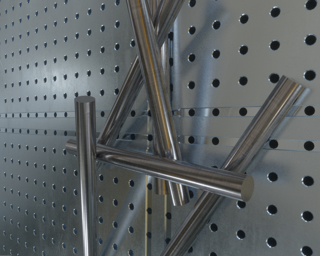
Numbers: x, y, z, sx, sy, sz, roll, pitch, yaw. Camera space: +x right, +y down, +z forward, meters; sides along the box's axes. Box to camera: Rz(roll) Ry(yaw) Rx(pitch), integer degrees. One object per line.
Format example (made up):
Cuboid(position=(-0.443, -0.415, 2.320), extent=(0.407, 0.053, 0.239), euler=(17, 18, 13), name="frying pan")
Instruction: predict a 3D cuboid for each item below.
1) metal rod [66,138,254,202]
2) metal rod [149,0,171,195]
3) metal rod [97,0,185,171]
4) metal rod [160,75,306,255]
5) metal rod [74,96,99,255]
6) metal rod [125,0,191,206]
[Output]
Cuboid(position=(-0.028, 0.042, 0.385), extent=(0.300, 0.025, 0.025), euler=(7, 95, 43), name="metal rod")
Cuboid(position=(0.001, -0.064, 0.409), extent=(0.025, 0.025, 0.298), euler=(-3, 88, 40), name="metal rod")
Cuboid(position=(-0.041, -0.050, 0.419), extent=(0.025, 0.025, 0.298), euler=(50, 127, 28), name="metal rod")
Cuboid(position=(0.064, 0.076, 0.357), extent=(0.025, 0.025, 0.298), euler=(43, 116, 31), name="metal rod")
Cuboid(position=(-0.102, 0.099, 0.442), extent=(0.025, 0.025, 0.298), euler=(25, 122, 37), name="metal rod")
Cuboid(position=(-0.005, -0.051, 0.363), extent=(0.025, 0.025, 0.298), euler=(-4, 104, 40), name="metal rod")
